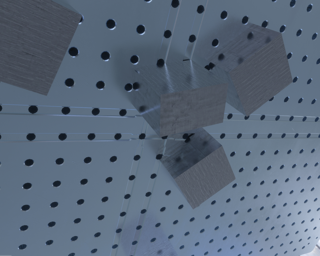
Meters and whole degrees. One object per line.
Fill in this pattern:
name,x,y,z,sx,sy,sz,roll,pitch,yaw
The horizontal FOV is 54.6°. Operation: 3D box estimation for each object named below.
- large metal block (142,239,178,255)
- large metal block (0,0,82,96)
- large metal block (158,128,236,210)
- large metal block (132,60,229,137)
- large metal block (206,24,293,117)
large metal block,0.004,0.257,0.536,0.080,0.080,0.050,-28,128,-11
large metal block,-0.127,-0.085,0.272,0.080,0.050,0.080,18,109,-35
large metal block,0.057,0.061,0.463,0.080,0.050,0.080,-34,129,-6
large metal block,0.020,-0.039,0.362,0.081,0.080,0.050,-13,124,-22
large metal block,0.121,-0.076,0.413,0.080,0.050,0.080,-37,129,-3
